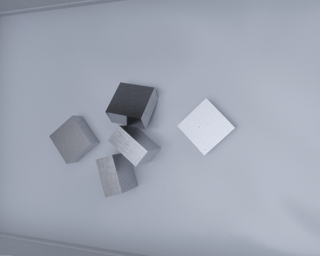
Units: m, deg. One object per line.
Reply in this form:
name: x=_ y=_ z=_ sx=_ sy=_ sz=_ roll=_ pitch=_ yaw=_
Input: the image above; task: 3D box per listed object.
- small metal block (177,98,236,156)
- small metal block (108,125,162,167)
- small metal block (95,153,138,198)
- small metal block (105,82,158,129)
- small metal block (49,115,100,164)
small metal block: x=0.059 y=-0.002 z=0.389 sx=0.050 sy=0.025 sz=0.050 roll=-45 pitch=77 yaw=14
small metal block: x=-0.032 y=0.022 z=0.408 sx=0.050 sy=0.050 sz=0.025 roll=41 pitch=103 yaw=15
small metal block: x=-0.057 y=0.061 z=0.416 sx=0.025 sy=0.050 sz=0.050 roll=-17 pitch=84 yaw=19
small metal block: x=-0.036 y=-0.030 z=0.410 sx=0.050 sy=0.025 sz=0.050 roll=11 pitch=61 yaw=19
small metal block: x=-0.125 y=0.017 z=0.453 sx=0.050 sy=0.025 sz=0.050 roll=-39 pitch=78 yaw=15
